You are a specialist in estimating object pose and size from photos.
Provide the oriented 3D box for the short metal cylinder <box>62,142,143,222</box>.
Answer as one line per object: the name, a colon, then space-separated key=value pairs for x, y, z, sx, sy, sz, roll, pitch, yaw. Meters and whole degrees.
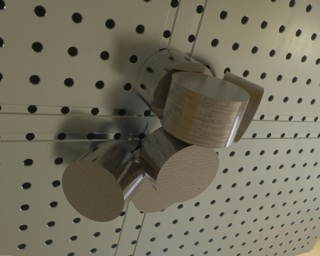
short metal cylinder: x=-0.068 y=0.064 z=0.371 sx=0.050 sy=0.080 sz=0.079 roll=-46 pitch=152 yaw=-60

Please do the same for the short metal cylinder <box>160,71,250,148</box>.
short metal cylinder: x=0.045 y=-0.021 z=0.321 sx=0.081 sy=0.080 sz=0.050 roll=0 pitch=118 yaw=-29

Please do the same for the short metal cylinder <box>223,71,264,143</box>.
short metal cylinder: x=0.091 y=-0.027 z=0.400 sx=0.050 sy=0.080 sz=0.079 roll=26 pitch=109 yaw=5

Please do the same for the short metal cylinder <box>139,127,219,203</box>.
short metal cylinder: x=0.022 y=0.041 z=0.366 sx=0.081 sy=0.050 sz=0.079 roll=-14 pitch=124 yaw=-21

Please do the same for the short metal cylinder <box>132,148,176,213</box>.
short metal cylinder: x=-0.010 y=0.071 z=0.432 sx=0.081 sy=0.050 sz=0.079 roll=-14 pitch=125 yaw=-21

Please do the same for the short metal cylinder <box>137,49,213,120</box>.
short metal cylinder: x=0.019 y=-0.049 z=0.374 sx=0.081 sy=0.050 sz=0.079 roll=-14 pitch=125 yaw=-21
